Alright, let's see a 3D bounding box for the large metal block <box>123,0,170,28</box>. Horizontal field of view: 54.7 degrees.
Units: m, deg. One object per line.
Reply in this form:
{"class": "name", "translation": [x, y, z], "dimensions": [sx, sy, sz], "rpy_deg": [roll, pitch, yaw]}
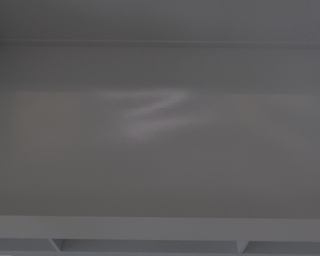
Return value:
{"class": "large metal block", "translation": [-0.023, -0.237, 0.590], "dimensions": [0.080, 0.050, 0.080], "rpy_deg": [4, 50, 3]}
